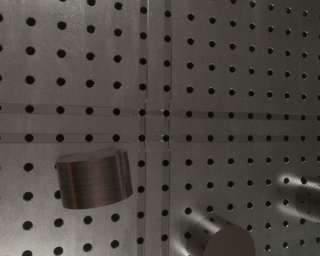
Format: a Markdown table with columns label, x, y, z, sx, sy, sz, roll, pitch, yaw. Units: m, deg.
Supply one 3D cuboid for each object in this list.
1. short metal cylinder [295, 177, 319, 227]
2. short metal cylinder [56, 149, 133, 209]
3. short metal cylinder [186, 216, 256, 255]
| label | x | y | z | sx | sy | sz | roll | pitch | yaw |
| --- | --- | --- | --- | --- | --- | --- | --- | --- | --- |
| short metal cylinder | 0.270 | 0.122 | 0.502 | 0.081 | 0.050 | 0.079 | 0 | 90 | -20 |
| short metal cylinder | -0.074 | 0.056 | 0.357 | 0.081 | 0.080 | 0.050 | -9 | 93 | -20 |
| short metal cylinder | 0.084 | 0.169 | 0.432 | 0.081 | 0.050 | 0.079 | 0 | 90 | -21 |
